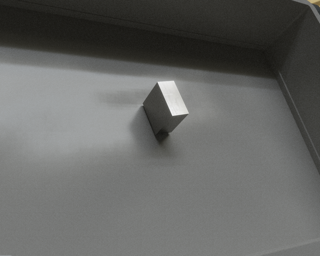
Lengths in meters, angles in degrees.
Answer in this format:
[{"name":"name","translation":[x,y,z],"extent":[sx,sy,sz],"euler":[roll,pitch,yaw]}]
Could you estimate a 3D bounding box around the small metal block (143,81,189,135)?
[{"name":"small metal block","translation":[0.006,-0.026,0.404],"extent":[0.025,0.050,0.050],"euler":[-9,66,-32]}]
